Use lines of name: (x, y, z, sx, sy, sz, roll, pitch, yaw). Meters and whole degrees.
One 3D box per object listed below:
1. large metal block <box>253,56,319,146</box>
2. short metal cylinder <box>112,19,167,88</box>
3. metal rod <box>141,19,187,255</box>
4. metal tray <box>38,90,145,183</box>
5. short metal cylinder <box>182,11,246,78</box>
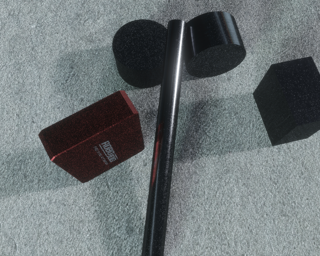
large metal block: (0.165, -0.031, 0.391, 0.050, 0.080, 0.080, -13, 71, -5)
short metal cylinder: (-0.023, -0.103, 0.432, 0.081, 0.050, 0.080, 0, 70, 0)
metal rod: (0.006, 0.013, 0.374, 0.025, 0.025, 0.299, 6, 81, 2)
metal tray: (-0.066, 0.016, 0.346, 0.090, 0.130, 0.030, -29, 73, -10)
short metal cylinder: (0.070, -0.110, 0.420, 0.081, 0.080, 0.050, -11, 71, -4)
